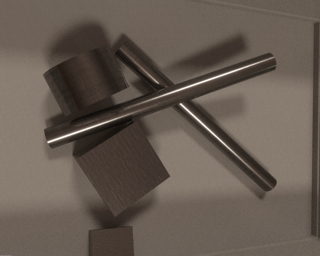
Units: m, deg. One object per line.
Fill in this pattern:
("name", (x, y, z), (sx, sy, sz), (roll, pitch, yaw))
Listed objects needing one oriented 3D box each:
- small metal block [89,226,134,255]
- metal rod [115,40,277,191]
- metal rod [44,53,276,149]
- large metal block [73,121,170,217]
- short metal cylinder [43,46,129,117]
("small metal block", (-0.060, 0.150, 0.383), (0.050, 0.025, 0.050), (1, 74, -21))
("metal rod", (0.059, -0.008, 0.433), (0.300, 0.025, 0.025), (41, 77, -16))
("metal rod", (0.009, -0.038, 0.389), (0.302, 0.025, 0.025), (-20, 97, -10))
("large metal block", (-0.048, 0.046, 0.380), (0.080, 0.050, 0.080), (-34, 101, -17))
("short metal cylinder", (-0.082, -0.052, 0.351), (0.081, 0.080, 0.050), (-28, 100, -18))
